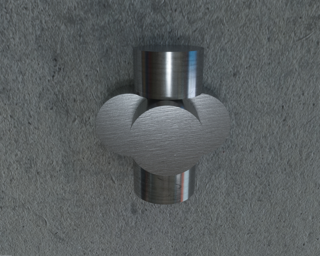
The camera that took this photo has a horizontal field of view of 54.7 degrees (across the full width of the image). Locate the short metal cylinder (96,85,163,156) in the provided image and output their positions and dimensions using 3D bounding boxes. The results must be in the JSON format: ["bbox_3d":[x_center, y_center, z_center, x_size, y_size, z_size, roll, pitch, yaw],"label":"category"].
[{"bbox_3d":[-0.036,-0.011,0.393,0.081,0.050,0.079,0,110,-1],"label":"short metal cylinder"}]

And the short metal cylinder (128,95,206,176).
[{"bbox_3d":[0.007,0.006,0.346,0.081,0.050,0.079,0,110,-1],"label":"short metal cylinder"}]

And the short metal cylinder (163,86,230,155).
[{"bbox_3d":[0.044,-0.011,0.394,0.081,0.050,0.079,0,110,-1],"label":"short metal cylinder"}]

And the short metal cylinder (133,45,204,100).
[{"bbox_3d":[0.010,-0.067,0.358,0.081,0.080,0.050,0,110,-1],"label":"short metal cylinder"}]

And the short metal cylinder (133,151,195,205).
[{"bbox_3d":[0.006,0.055,0.403,0.081,0.080,0.050,0,110,-1],"label":"short metal cylinder"}]
